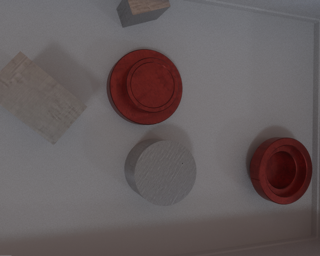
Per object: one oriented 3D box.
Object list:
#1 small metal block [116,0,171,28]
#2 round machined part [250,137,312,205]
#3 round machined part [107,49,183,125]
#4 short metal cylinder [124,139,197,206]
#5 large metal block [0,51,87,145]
[{"bbox_3d":[-0.022,-0.151,0.390,0.050,0.050,0.025,-21,98,-19],"label":"small metal block"},{"bbox_3d":[0.177,0.062,0.469,0.099,0.042,0.097,0,90,-21],"label":"round machined part"},{"bbox_3d":[-0.015,-0.052,0.397,0.099,0.042,0.097,0,90,-21],"label":"round machined part"},{"bbox_3d":[-0.001,0.054,0.398,0.081,0.050,0.079,0,90,-21],"label":"short metal cylinder"},{"bbox_3d":[-0.131,-0.028,0.333,0.080,0.080,0.050,41,77,-16],"label":"large metal block"}]
